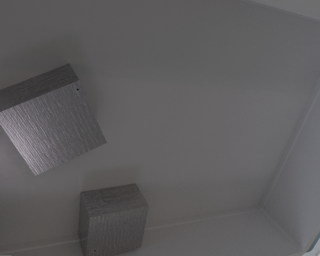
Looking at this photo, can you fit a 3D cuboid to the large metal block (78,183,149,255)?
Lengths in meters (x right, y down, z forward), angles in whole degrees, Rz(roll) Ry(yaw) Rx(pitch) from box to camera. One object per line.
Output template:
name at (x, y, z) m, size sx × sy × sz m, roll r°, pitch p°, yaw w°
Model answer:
large metal block at (-0.068, 0.131, 0.436) m, size 0.081 × 0.050 × 0.079 m, roll -4°, pitch 120°, yaw -27°

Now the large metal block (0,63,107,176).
large metal block at (-0.113, -0.010, 0.325) m, size 0.080 × 0.050 × 0.080 m, roll -25°, pitch 128°, yaw -13°
